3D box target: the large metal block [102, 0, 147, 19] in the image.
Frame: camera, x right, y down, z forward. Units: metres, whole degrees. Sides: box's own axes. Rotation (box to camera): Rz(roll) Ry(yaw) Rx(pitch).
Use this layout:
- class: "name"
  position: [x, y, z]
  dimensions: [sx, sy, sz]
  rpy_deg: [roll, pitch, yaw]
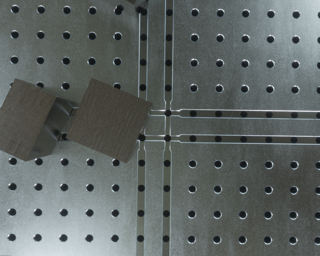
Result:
- class: "large metal block"
  position: [-0.048, -0.204, 0.400]
  dimensions: [0.080, 0.050, 0.080]
  rpy_deg: [28, 90, -1]

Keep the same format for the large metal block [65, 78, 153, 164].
- class: "large metal block"
  position: [-0.062, -0.009, 0.400]
  dimensions: [0.080, 0.050, 0.080]
  rpy_deg: [23, 90, -1]

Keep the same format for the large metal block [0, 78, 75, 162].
- class: "large metal block"
  position: [-0.155, -0.009, 0.384]
  dimensions: [0.050, 0.080, 0.080]
  rpy_deg: [25, 90, -1]
